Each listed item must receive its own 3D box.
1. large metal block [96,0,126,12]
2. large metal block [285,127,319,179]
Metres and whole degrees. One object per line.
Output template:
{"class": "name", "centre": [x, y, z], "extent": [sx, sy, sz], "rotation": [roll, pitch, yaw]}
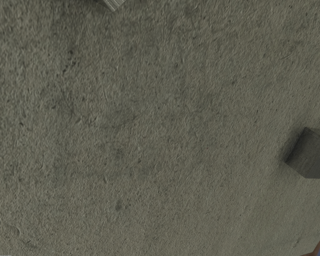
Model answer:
{"class": "large metal block", "centre": [-0.045, -0.163, 0.265], "extent": [0.080, 0.050, 0.080], "rotation": [-43, 129, 2]}
{"class": "large metal block", "centre": [0.298, 0.048, 0.583], "extent": [0.081, 0.050, 0.079], "rotation": [7, 115, -32]}
